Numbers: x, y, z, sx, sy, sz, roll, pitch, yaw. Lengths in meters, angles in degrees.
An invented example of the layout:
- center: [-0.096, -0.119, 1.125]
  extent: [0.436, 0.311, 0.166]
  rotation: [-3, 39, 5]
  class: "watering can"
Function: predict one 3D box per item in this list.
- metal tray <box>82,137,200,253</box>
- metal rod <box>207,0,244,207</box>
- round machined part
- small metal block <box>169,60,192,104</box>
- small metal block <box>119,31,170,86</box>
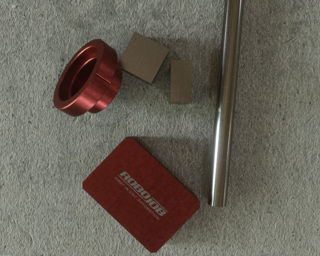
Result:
- center: [-0.024, 0.085, 0.407]
  extent: [0.130, 0.030, 0.090]
  rotation: [44, 90, -1]
  class: "metal tray"
- center: [0.088, -0.047, 0.411]
  extent: [0.025, 0.025, 0.298]
  rotation: [5, 90, -1]
  class: "metal rod"
- center: [-0.084, -0.057, 0.382]
  extent: [0.042, 0.098, 0.098]
  rotation: [33, 90, -38]
  class: "round machined part"
- center: [0.025, -0.057, 0.398]
  extent: [0.025, 0.050, 0.050]
  rotation: [1, 90, 0]
  class: "small metal block"
- center: [-0.022, -0.091, 0.410]
  extent: [0.050, 0.025, 0.050]
  rotation: [28, 90, -1]
  class: "small metal block"
